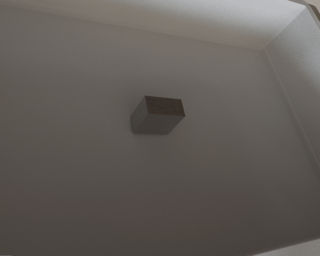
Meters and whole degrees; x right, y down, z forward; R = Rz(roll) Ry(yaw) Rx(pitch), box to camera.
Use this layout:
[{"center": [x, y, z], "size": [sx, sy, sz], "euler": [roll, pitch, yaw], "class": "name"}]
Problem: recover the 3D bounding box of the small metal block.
[{"center": [-0.004, -0.015, 0.393], "size": [0.050, 0.050, 0.025], "euler": [3, 60, -27], "class": "small metal block"}]
